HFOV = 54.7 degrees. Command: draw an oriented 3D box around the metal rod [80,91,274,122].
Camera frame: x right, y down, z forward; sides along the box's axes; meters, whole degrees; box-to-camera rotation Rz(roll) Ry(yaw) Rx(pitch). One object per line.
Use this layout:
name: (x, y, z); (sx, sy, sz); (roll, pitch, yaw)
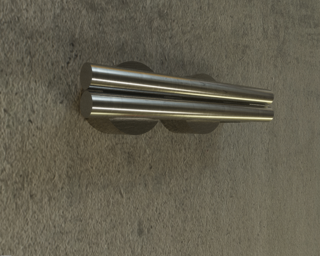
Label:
metal rod: (0.048, -0.021, 0.380); (0.302, 0.025, 0.025); (0, 90, -40)

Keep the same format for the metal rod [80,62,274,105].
metal rod: (0.048, -0.047, 0.380); (0.302, 0.025, 0.025); (0, 90, -40)

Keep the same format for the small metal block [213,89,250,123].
small metal block: (0.111, -0.033, 0.484); (0.025, 0.050, 0.050); (-2, 91, -40)

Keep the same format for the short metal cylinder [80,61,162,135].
short metal cylinder: (-0.042, -0.032, 0.353); (0.081, 0.050, 0.080); (0, 90, -40)

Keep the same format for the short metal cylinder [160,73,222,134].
short metal cylinder: (0.042, -0.032, 0.425); (0.081, 0.050, 0.080); (0, 90, -40)
